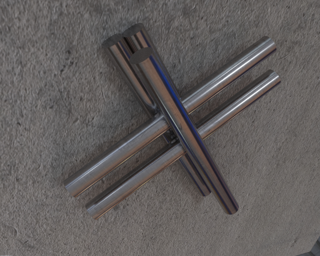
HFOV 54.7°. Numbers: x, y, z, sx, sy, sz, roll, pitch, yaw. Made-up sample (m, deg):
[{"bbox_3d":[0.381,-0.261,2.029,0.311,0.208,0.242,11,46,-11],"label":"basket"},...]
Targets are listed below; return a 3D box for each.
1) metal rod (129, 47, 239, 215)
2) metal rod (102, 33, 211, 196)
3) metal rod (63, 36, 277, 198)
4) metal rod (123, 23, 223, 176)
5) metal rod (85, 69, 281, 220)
[{"bbox_3d":[0.046,0.028,0.387,0.025,0.025,0.299,-37,130,-4],"label":"metal rod"},{"bbox_3d":[0.012,0.006,0.420,0.025,0.025,0.299,-36,130,-4],"label":"metal rod"},{"bbox_3d":[0.016,-0.016,0.376,0.301,0.025,0.025,-36,130,-5],"label":"metal rod"},{"bbox_3d":[0.034,-0.007,0.424,0.025,0.025,0.299,-36,130,-4],"label":"metal rod"},{"bbox_3d":[0.033,0.019,0.408,0.301,0.025,0.025,-36,130,-5],"label":"metal rod"}]
